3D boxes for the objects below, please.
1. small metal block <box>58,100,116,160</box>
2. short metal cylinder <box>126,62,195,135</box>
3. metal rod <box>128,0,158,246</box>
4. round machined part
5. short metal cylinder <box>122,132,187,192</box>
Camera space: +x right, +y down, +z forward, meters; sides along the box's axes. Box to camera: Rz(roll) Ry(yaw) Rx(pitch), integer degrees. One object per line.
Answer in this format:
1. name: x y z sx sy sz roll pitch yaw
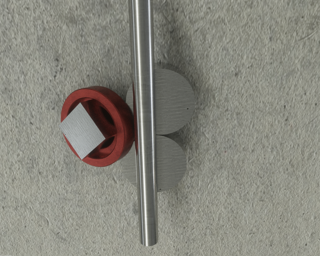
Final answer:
1. small metal block: -0.085 0.001 0.367 0.050 0.025 0.050 -38 85 32
2. short metal cylinder: 0.001 -0.038 0.384 0.081 0.050 0.079 0 110 0
3. metal rod: -0.017 0.009 0.361 0.025 0.025 0.298 -1 110 0
4. round machined part: -0.072 -0.004 0.386 0.098 0.042 0.097 9 110 27
5. short metal cylinder: -0.007 0.038 0.411 0.081 0.050 0.079 0 109 0
